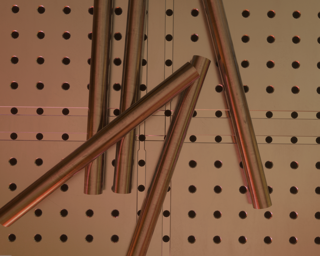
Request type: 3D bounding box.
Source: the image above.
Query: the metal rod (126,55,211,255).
[{"bbox_3d":[0.009,0.049,0.413,0.025,0.025,0.298,19,90,-1],"label":"metal rod"}]

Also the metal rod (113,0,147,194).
[{"bbox_3d":[-0.038,-0.064,0.412,0.025,0.025,0.298,5,90,-1],"label":"metal rod"}]

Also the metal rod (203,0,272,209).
[{"bbox_3d":[0.102,-0.041,0.414,0.025,0.025,0.298,-14,90,0],"label":"metal rod"}]

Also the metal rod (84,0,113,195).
[{"bbox_3d":[-0.081,-0.063,0.412,0.025,0.025,0.298,3,90,-1],"label":"metal rod"}]

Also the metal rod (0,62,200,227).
[{"bbox_3d":[-0.076,0.020,0.386,0.300,0.025,0.025,-38,90,0],"label":"metal rod"}]
